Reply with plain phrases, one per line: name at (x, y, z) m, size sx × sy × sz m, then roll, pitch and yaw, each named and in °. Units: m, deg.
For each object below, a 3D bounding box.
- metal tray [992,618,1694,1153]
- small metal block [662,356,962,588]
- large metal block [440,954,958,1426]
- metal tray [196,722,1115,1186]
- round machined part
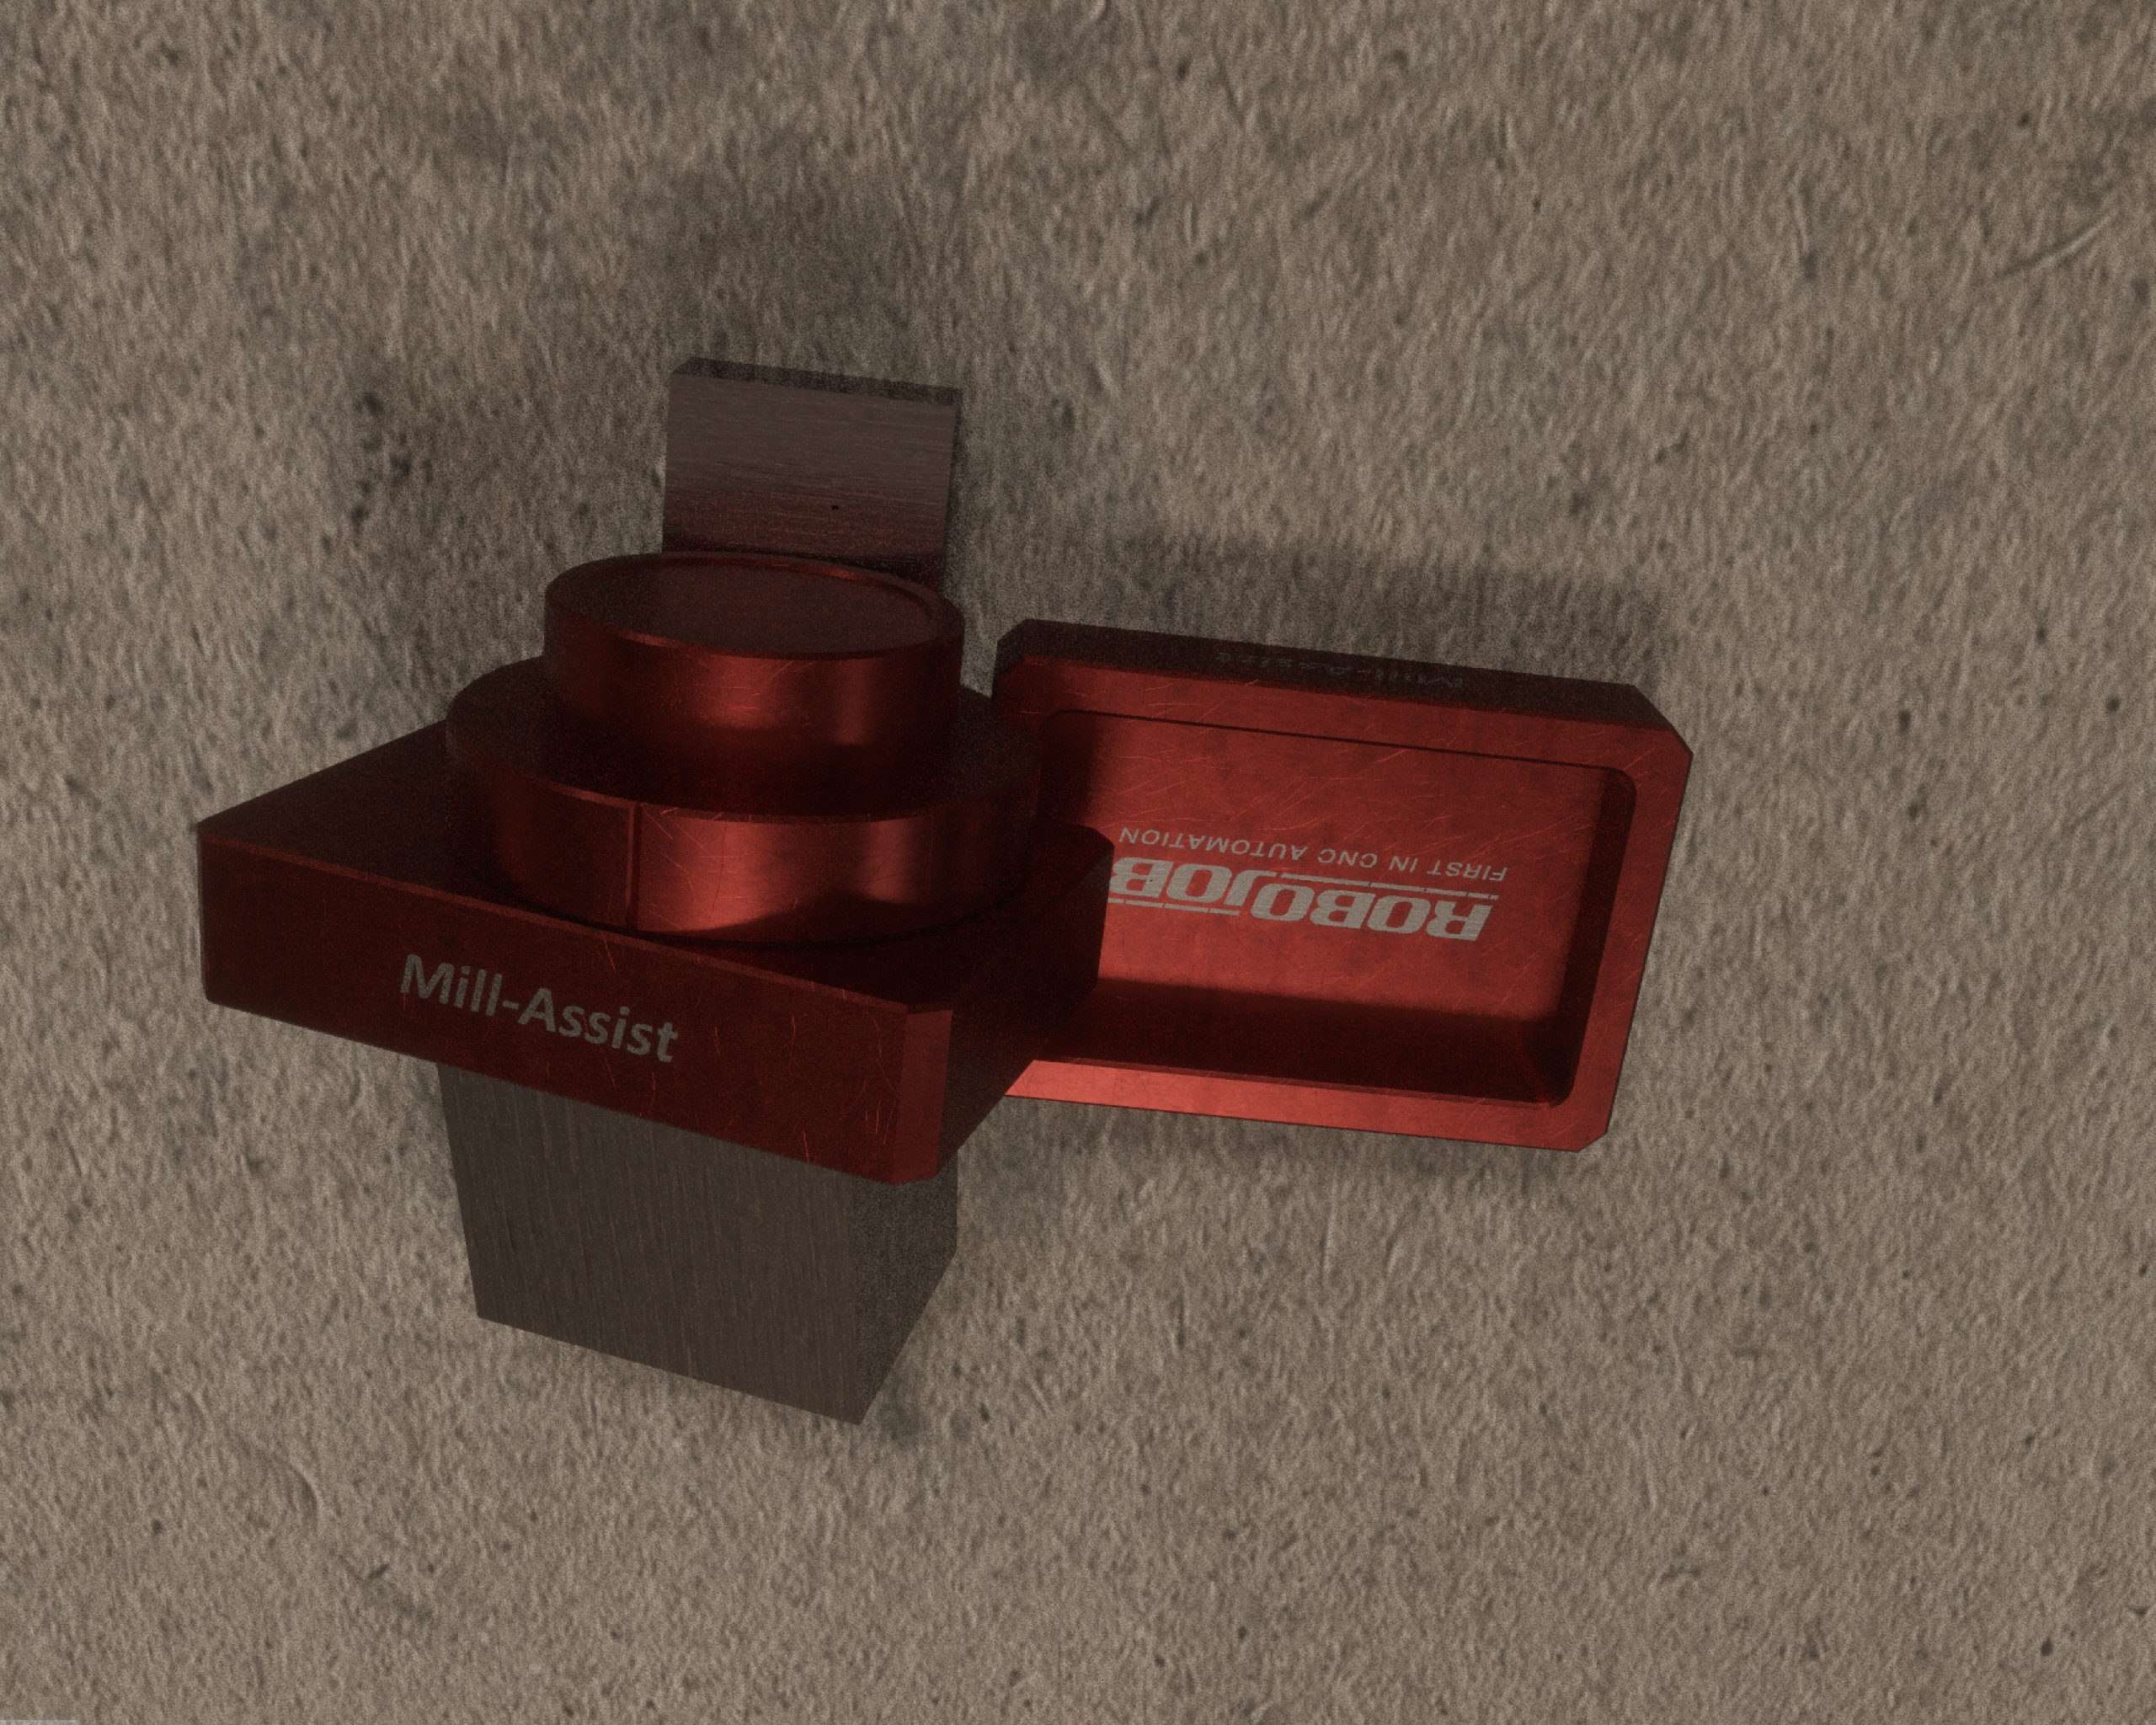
metal tray at (0.045, 0.005, 0.411) m, size 0.131 × 0.030 × 0.089 m, roll 6°, pitch 110°, yaw -3°
small metal block at (-0.049, -0.064, 0.387) m, size 0.050 × 0.025 × 0.050 m, roll 6°, pitch 110°, yaw -3°
large metal block at (-0.069, 0.051, 0.395) m, size 0.080 × 0.050 × 0.079 m, roll 12°, pitch 124°, yaw 14°
metal tray at (-0.069, 0.008, 0.360) m, size 0.131 × 0.090 × 0.030 m, roll 13°, pitch 111°, yaw 14°
round machined part at (-0.055, -0.024, 0.351) m, size 0.099 × 0.098 × 0.042 m, roll 6°, pitch 110°, yaw -3°
